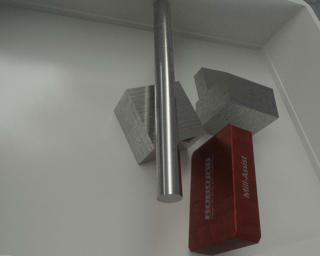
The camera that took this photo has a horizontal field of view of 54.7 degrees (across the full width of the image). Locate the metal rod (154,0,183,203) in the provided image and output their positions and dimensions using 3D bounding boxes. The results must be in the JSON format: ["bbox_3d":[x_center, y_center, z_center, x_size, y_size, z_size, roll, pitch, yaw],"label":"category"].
[{"bbox_3d":[0.006,-0.057,0.380,0.025,0.025,0.299,13,54,-21],"label":"metal rod"}]

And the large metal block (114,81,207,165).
[{"bbox_3d":[-0.001,-0.008,0.396,0.081,0.050,0.080,-14,69,-34],"label":"large metal block"}]

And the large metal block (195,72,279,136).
[{"bbox_3d":[0.107,-0.026,0.446,0.081,0.080,0.050,15,56,-21],"label":"large metal block"}]

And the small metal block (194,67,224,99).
[{"bbox_3d":[0.086,-0.065,0.494,0.050,0.025,0.050,6,59,-26],"label":"small metal block"}]

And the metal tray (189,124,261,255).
[{"bbox_3d":[0.070,0.071,0.359,0.030,0.090,0.130,19,54,-18],"label":"metal tray"}]
